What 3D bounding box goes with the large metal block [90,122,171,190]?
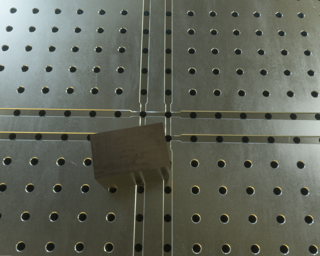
[{"bbox_3d":[-0.033,0.037,0.369,0.081,0.080,0.050,-10,71,-4],"label":"large metal block"}]
